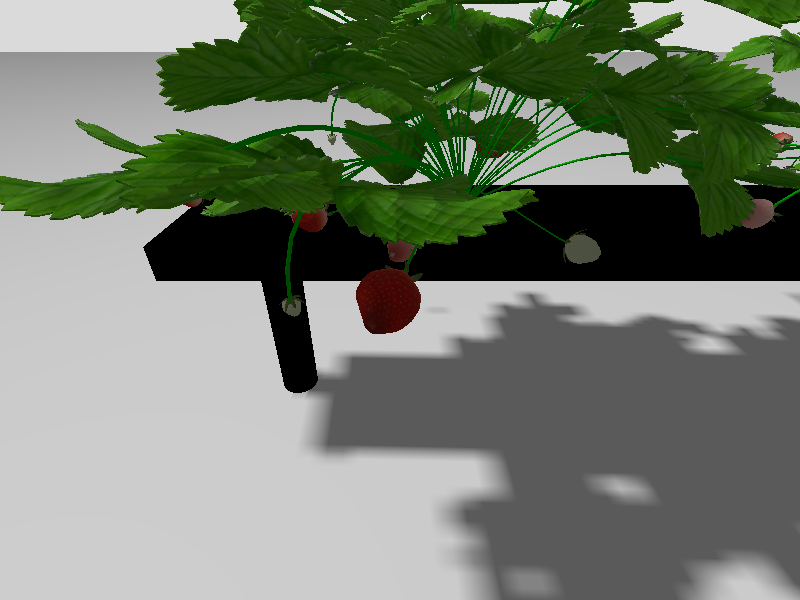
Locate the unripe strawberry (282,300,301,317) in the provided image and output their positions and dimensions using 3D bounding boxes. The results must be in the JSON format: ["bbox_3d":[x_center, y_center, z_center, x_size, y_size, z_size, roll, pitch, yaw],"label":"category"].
[{"bbox_3d":[-0.056,0.004,0.208,0.011,0.010,0.010,19,38,26],"label":"unripe strawberry"}]

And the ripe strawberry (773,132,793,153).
[{"bbox_3d":[0.503,-0.210,0.534,0.025,0.026,0.027,0,33,0],"label":"ripe strawberry"}]

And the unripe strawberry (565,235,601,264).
[{"bbox_3d":[0.124,-0.034,0.271,0.022,0.019,0.022,-20,39,-27],"label":"unripe strawberry"}]

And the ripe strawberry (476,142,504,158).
[{"bbox_3d":[0.116,-0.196,0.503,0.039,0.033,0.039,11,34,16],"label":"ripe strawberry"}]

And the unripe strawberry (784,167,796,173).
[{"bbox_3d":[0.410,-0.134,0.423,0.011,0.011,0.011,24,41,32],"label":"unripe strawberry"}]

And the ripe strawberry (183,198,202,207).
[{"bbox_3d":[-0.196,-0.098,0.364,0.029,0.028,0.027,1,34,2],"label":"ripe strawberry"}]

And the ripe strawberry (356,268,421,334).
[{"bbox_3d":[-0.008,0.003,0.205,0.034,0.036,0.037,11,36,16],"label":"ripe strawberry"}]

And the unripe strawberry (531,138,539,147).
[{"bbox_3d":[0.173,-0.204,0.518,0.011,0.011,0.010,19,38,26],"label":"unripe strawberry"}]

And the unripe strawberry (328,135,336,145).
[{"bbox_3d":[-0.085,-0.202,0.505,0.010,0.011,0.011,-23,40,-31],"label":"unripe strawberry"}]

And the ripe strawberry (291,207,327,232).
[{"bbox_3d":[-0.072,-0.066,0.316,0.027,0.023,0.027,-13,36,-17],"label":"ripe strawberry"}]

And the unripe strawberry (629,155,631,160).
[{"bbox_3d":[0.286,-0.169,0.467,0.032,0.027,0.032,18,38,26],"label":"unripe strawberry"}]

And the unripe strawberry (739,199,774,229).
[{"bbox_3d":[0.284,-0.070,0.323,0.025,0.024,0.023,-8,34,-8],"label":"unripe strawberry"}]
